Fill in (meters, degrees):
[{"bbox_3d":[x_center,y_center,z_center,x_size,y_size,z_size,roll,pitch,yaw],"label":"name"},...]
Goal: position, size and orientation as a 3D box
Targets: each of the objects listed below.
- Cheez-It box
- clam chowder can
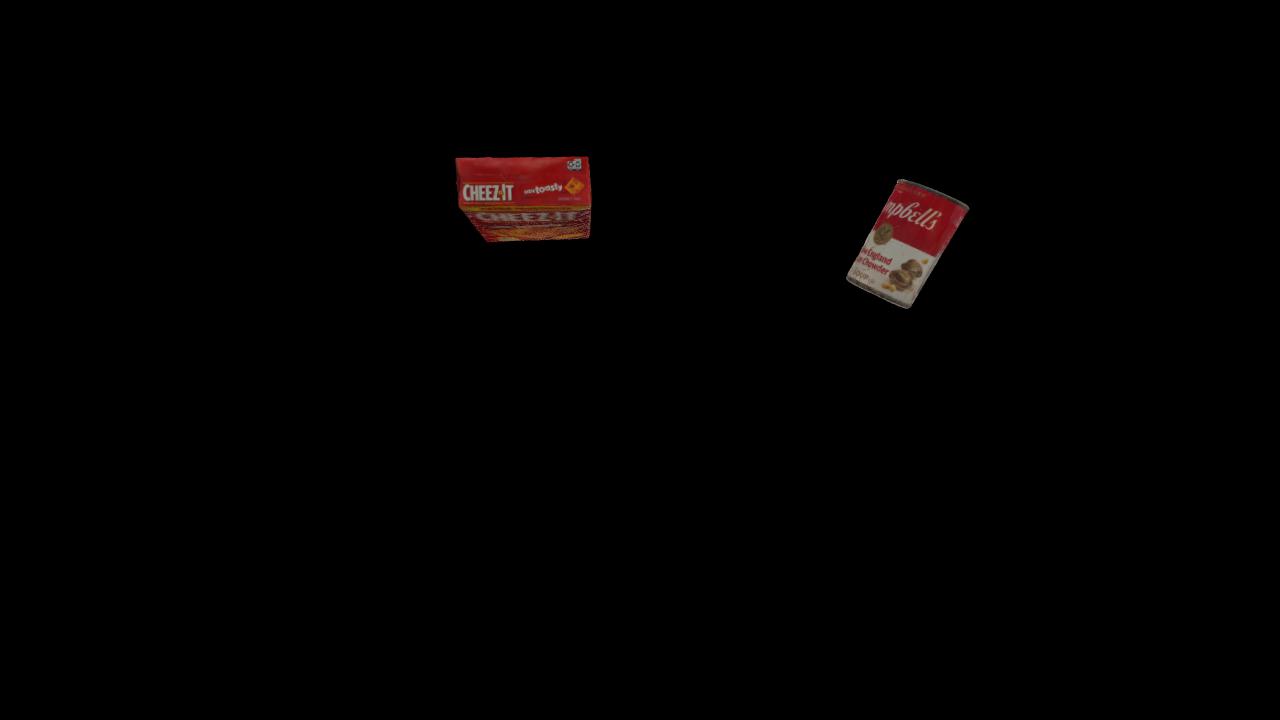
[{"bbox_3d":[-0.151,-0.219,0.861,0.166,0.071,0.223,-3,0,-5],"label":"Cheez-It box"},{"bbox_3d":[0.246,-0.107,0.573,0.068,0.102,0.068,22,18,-7],"label":"clam chowder can"}]
